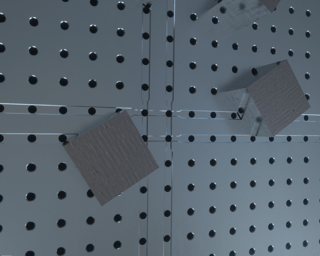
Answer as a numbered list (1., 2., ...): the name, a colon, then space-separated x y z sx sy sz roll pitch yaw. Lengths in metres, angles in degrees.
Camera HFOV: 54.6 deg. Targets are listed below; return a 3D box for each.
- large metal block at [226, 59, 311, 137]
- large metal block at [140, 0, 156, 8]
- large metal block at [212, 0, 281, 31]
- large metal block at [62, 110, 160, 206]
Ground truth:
1. large metal block: 0.160 -0.042 0.458 0.080 0.050 0.080 -35 101 -17
2. large metal block: 0.002 -0.209 0.383 0.050 0.080 0.080 38 78 -16
3. large metal block: 0.132 -0.192 0.431 0.050 0.080 0.080 39 78 -16
4. large metal block: -0.061 0.033 0.377 0.080 0.050 0.080 -32 101 -17
